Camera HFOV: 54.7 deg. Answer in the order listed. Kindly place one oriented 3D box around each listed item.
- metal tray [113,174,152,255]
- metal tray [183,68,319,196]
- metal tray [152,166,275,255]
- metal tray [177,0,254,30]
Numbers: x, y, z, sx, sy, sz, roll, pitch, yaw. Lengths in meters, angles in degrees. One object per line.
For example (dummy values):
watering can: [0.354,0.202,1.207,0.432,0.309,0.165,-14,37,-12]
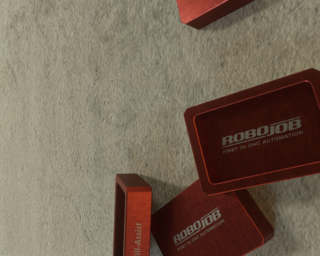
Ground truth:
metal tray: [-0.038,0.131,0.401,0.090,0.030,0.129,-171,83,-73]
metal tray: [0.096,0.008,0.298,0.130,0.030,0.090,-17,78,22]
metal tray: [0.051,0.115,0.358,0.129,0.030,0.090,-45,63,30]
metal tray: [0.056,-0.192,0.354,0.090,0.030,0.129,-18,79,38]
